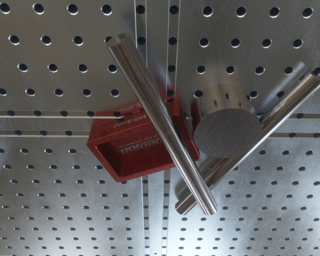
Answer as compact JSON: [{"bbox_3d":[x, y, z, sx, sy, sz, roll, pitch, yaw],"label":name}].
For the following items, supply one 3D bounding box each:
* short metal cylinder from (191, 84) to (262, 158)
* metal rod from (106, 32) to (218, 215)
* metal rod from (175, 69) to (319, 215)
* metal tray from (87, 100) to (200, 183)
[{"bbox_3d":[0.081,-0.008,0.389,0.081,0.050,0.079,0,130,0],"label":"short metal cylinder"},{"bbox_3d":[0.018,0.019,0.387,0.025,0.025,0.299,-18,128,15],"label":"metal rod"},{"bbox_3d":[0.109,0.038,0.445,0.025,0.025,0.298,23,126,-19],"label":"metal rod"},{"bbox_3d":[-0.021,0.023,0.427,0.130,0.030,0.090,-18,128,14],"label":"metal tray"}]
